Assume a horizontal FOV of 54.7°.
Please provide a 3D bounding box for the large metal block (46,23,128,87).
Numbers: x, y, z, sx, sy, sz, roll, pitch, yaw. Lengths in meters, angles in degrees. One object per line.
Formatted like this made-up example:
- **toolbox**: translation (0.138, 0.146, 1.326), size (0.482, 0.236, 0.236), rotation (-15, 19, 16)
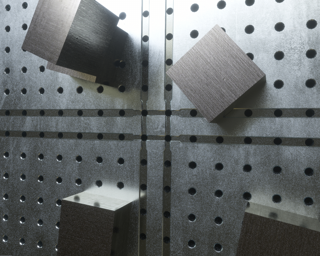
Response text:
- **large metal block**: translation (-0.101, -0.109, 0.434), size (0.080, 0.050, 0.080), rotation (18, 96, 18)

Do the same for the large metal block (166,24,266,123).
- **large metal block**: translation (0.069, -0.062, 0.375), size (0.080, 0.050, 0.080), rotation (-42, 77, 15)

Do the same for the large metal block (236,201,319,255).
- **large metal block**: translation (0.132, 0.138, 0.353), size (0.080, 0.050, 0.079), rotation (11, 94, 19)

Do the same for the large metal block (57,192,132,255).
- **large metal block**: translation (-0.090, 0.140, 0.430), size (0.080, 0.050, 0.079), rotation (7, 92, 19)

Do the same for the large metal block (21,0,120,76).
- **large metal block**: translation (-0.101, -0.113, 0.365), size (0.050, 0.080, 0.080), rotation (27, 99, 17)
